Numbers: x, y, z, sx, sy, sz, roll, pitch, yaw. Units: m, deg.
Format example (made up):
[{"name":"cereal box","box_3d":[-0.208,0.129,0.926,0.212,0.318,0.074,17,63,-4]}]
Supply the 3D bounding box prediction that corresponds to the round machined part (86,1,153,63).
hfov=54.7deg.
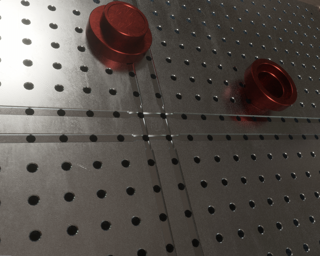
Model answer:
[{"name":"round machined part","box_3d":[-0.056,-0.148,0.459,0.099,0.042,0.098,14,56,-21]}]

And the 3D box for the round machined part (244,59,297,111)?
[{"name":"round machined part","box_3d":[0.188,-0.071,0.544,0.099,0.042,0.098,14,56,-21]}]
